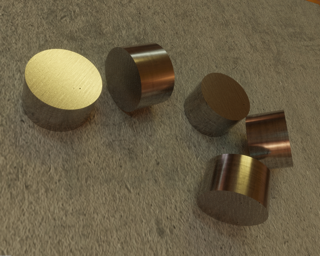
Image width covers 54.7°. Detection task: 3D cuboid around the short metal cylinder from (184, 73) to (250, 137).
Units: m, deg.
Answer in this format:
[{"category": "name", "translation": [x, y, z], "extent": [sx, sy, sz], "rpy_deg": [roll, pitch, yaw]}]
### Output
[{"category": "short metal cylinder", "translation": [0.082, -0.033, 0.452], "extent": [0.081, 0.050, 0.080], "rpy_deg": [13, 56, -20]}]

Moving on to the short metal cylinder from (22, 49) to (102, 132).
[{"category": "short metal cylinder", "translation": [-0.112, -0.042, 0.353], "extent": [0.081, 0.050, 0.080], "rpy_deg": [14, 56, -21]}]

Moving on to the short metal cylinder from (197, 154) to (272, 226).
[{"category": "short metal cylinder", "translation": [0.090, 0.075, 0.371], "extent": [0.080, 0.080, 0.050], "rpy_deg": [29, 52, -10]}]

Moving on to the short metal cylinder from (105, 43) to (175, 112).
[{"category": "short metal cylinder", "translation": [-0.027, -0.065, 0.393], "extent": [0.050, 0.080, 0.080], "rpy_deg": [-19, 72, -35]}]

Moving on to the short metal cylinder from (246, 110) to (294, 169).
[{"category": "short metal cylinder", "translation": [0.153, 0.017, 0.433], "extent": [0.080, 0.050, 0.080], "rpy_deg": [-10, 90, -69]}]
